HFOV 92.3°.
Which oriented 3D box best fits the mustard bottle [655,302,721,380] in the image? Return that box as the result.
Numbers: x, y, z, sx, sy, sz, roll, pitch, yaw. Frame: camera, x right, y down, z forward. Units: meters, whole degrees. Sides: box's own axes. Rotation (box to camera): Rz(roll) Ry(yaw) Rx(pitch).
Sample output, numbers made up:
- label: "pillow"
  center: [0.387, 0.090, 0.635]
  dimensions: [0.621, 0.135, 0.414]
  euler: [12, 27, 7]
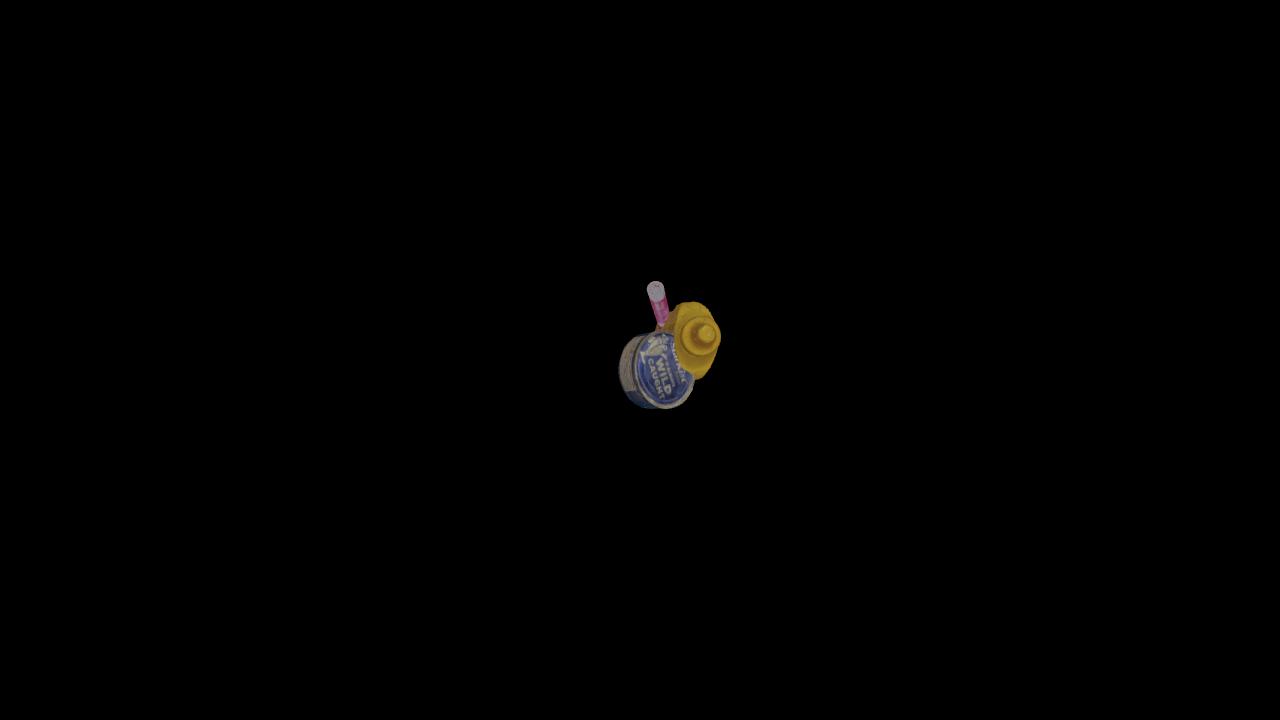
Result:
- label: "mustard bottle"
  center: [0.054, -0.020, 0.706]
  dimensions: [0.054, 0.092, 0.184]
  euler: [5, -5, -8]

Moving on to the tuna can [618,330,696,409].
- label: "tuna can"
  center: [0.019, 0.011, 0.661]
  dimensions: [0.084, 0.084, 0.034]
  euler: [0, -5, -37]

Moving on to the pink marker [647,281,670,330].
- label: "pink marker"
  center: [0.025, -0.057, 0.717]
  dimensions: [0.020, 0.020, 0.121]
  euler: [0, -19, 9]
